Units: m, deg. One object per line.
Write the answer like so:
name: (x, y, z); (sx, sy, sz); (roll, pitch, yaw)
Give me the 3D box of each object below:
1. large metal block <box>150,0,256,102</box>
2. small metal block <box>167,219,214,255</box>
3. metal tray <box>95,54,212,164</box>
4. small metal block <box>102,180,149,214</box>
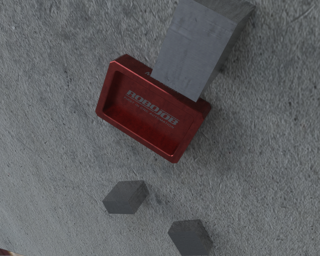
large metal block: (0.042, -0.084, 0.297); (0.050, 0.080, 0.079); (31, 128, 8)
small metal block: (0.048, 0.174, 0.489); (0.050, 0.025, 0.050); (-18, 109, 35)
metal tray: (-0.013, -0.023, 0.395); (0.130, 0.030, 0.089); (32, 129, 7)
small metal block: (-0.053, 0.108, 0.485); (0.050, 0.050, 0.025); (-9, 114, 32)
